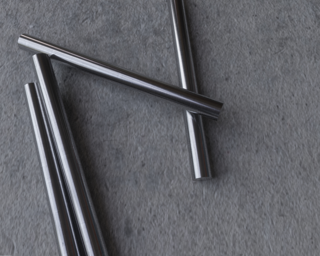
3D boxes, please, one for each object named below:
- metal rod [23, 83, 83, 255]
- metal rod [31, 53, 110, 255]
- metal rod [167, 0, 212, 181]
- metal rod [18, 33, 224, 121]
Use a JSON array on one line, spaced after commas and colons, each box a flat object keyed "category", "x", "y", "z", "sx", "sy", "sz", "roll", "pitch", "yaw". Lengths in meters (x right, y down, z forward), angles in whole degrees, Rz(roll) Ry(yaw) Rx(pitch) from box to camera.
[{"category": "metal rod", "x": -0.127, "y": 0.077, "z": 0.378, "sx": 0.025, "sy": 0.025, "sz": 0.299, "roll": -18, "pitch": 71, "yaw": -7}, {"category": "metal rod", "x": -0.113, "y": 0.038, "z": 0.385, "sx": 0.025, "sy": 0.025, "sz": 0.299, "roll": -19, "pitch": 74, "yaw": -7}, {"category": "metal rod", "x": 0.037, "y": -0.076, "z": 0.436, "sx": 0.025, "sy": 0.025, "sz": 0.299, "roll": -5, "pitch": 70, "yaw": -2}, {"category": "metal rod", "x": -0.061, "y": -0.073, "z": 0.418, "sx": 0.301, "sy": 0.025, "sz": 0.025, "roll": 21, "pitch": 71, "yaw": 13}]
